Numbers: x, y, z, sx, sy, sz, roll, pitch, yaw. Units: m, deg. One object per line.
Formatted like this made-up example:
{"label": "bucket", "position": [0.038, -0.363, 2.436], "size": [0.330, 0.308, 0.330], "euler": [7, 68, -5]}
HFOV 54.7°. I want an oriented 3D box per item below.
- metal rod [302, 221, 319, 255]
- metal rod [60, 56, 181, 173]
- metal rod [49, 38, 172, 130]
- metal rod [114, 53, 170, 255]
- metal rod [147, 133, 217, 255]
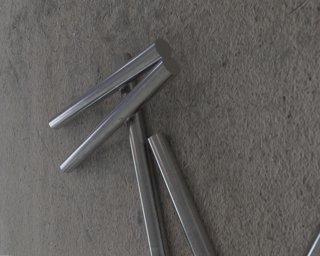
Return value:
{"label": "metal rod", "position": [0.155, 0.092, 0.277], "size": [0.025, 0.025, 0.298], "euler": [29, 108, 36]}
{"label": "metal rod", "position": [-0.074, -0.001, 0.438], "size": [0.299, 0.025, 0.025], "euler": [-38, 67, 42]}
{"label": "metal rod", "position": [-0.093, -0.049, 0.455], "size": [0.299, 0.025, 0.025], "euler": [-23, 76, 46]}
{"label": "metal rod", "position": [-0.025, 0.041, 0.425], "size": [0.025, 0.025, 0.299], "euler": [-19, 78, 38]}
{"label": "metal rod", "position": [0.050, 0.143, 0.363], "size": [0.025, 0.025, 0.299], "euler": [-35, 68, 34]}
